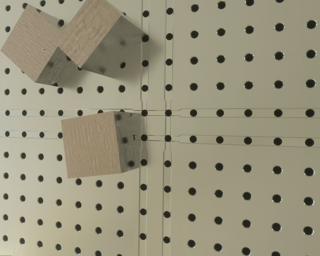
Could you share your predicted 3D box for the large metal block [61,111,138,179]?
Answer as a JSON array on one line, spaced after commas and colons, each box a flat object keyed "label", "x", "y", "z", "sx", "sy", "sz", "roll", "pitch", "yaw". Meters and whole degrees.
[{"label": "large metal block", "x": -0.083, "y": 0.023, "z": 0.427, "sx": 0.080, "sy": 0.050, "sz": 0.080, "roll": -8, "pitch": 87, "yaw": 19}]

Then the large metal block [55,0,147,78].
[{"label": "large metal block", "x": -0.074, "y": -0.118, "z": 0.408, "sx": 0.050, "sy": 0.080, "sz": 0.080, "roll": 45, "pitch": 104, "yaw": 14}]

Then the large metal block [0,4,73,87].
[{"label": "large metal block", "x": -0.172, "y": -0.120, "z": 0.458, "sx": 0.080, "sy": 0.050, "sz": 0.080, "roll": 41, "pitch": 102, "yaw": 15}]
